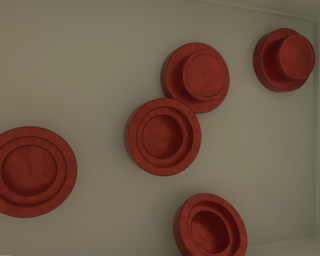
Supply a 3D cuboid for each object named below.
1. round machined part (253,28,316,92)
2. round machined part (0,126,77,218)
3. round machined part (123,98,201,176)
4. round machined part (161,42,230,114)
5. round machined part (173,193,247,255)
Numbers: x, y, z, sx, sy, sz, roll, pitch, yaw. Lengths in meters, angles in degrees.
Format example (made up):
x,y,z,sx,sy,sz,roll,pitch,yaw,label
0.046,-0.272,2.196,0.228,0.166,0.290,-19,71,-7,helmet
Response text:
x,y,z,sx,sy,sz,roll,pitch,yaw,label
0.197,-0.105,0.476,0.099,0.042,0.097,0,90,-21,round machined part
-0.146,0.047,0.348,0.099,0.042,0.097,0,90,-21,round machined part
0.001,0.011,0.403,0.099,0.042,0.097,0,90,-21,round machined part
0.054,-0.068,0.423,0.099,0.042,0.097,0,90,-21,round machined part
0.062,0.140,0.409,0.099,0.042,0.098,14,49,-17,round machined part
